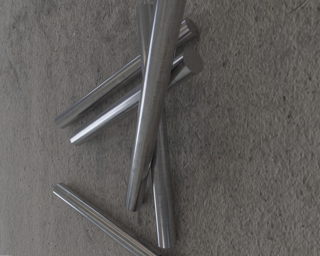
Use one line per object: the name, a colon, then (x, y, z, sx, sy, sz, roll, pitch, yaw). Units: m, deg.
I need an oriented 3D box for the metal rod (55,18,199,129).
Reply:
metal rod: (-0.068, -0.066, 0.461, 0.299, 0.025, 0.025, -28, 73, 36)

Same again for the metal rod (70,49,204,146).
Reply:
metal rod: (-0.054, -0.022, 0.405, 0.299, 0.025, 0.025, -26, 74, 51)

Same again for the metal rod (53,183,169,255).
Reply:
metal rod: (-0.068, 0.150, 0.461, 0.300, 0.025, 0.025, 20, 103, 38)

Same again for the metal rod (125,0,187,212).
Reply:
metal rod: (-0.014, 0.000, 0.339, 0.025, 0.025, 0.298, 45, 141, 30)

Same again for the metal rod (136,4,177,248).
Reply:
metal rod: (-0.004, 0.000, 0.388, 0.025, 0.025, 0.298, -2, 95, 40)
